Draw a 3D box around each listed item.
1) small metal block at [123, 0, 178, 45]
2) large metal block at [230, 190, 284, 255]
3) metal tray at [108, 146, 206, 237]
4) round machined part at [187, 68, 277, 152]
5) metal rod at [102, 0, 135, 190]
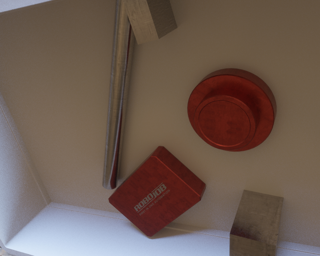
[{"bbox_3d":[-0.009,-0.120,0.322,0.025,0.050,0.050,-6,116,30],"label":"small metal block"},{"bbox_3d":[0.123,0.139,0.394,0.050,0.080,0.079,8,122,24],"label":"large metal block"},{"bbox_3d":[-0.008,0.098,0.461,0.090,0.030,0.129,42,123,-1],"label":"metal tray"},{"bbox_3d":[0.077,-0.014,0.348,0.098,0.042,0.097,13,124,20],"label":"round machined part"},{"bbox_3d":[-0.058,-0.028,0.420,0.025,0.025,0.298,22,127,15],"label":"metal rod"}]
